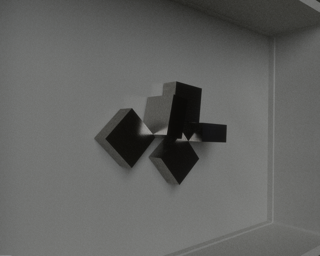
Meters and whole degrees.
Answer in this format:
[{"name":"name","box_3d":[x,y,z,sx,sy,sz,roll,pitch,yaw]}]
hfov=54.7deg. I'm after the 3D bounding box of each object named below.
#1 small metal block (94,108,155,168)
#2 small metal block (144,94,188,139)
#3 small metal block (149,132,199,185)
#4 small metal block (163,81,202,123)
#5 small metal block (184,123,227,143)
[{"name":"small metal block","box_3d":[-0.041,0.012,0.372,0.050,0.025,0.050,-53,121,-27]},{"name":"small metal block","box_3d":[0.005,-0.014,0.394,0.025,0.050,0.050,16,80,-39]},{"name":"small metal block","box_3d":[0.020,0.041,0.423,0.050,0.025,0.050,-48,119,-29]},{"name":"small metal block","box_3d":[0.030,-0.034,0.432,0.050,0.025,0.050,8,85,-40]},{"name":"small metal block","box_3d":[0.058,0.007,0.439,0.050,0.050,0.025,4,88,-40]}]
